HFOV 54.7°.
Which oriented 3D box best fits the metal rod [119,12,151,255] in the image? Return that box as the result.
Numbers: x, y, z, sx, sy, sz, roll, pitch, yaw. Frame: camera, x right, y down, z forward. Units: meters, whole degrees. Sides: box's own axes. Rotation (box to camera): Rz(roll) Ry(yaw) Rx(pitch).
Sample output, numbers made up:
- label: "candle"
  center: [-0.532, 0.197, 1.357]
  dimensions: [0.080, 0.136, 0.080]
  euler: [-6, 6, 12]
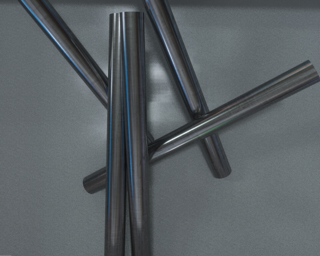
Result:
- label: "metal rod"
  center: [-0.026, 0.027, 0.353]
  dimensions: [0.025, 0.025, 0.298]
  euler: [-1, 105, -1]

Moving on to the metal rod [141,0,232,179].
- label: "metal rod"
  center: [0.026, -0.063, 0.352]
  dimensions: [0.025, 0.025, 0.299]
  euler: [-25, 115, 0]

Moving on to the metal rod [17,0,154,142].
- label: "metal rod"
  center: [-0.099, -0.088, 0.347]
  dimensions: [0.025, 0.025, 0.300]
  euler: [-37, 116, 0]

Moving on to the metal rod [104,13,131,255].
- label: "metal rod"
  center: [-0.050, 0.023, 0.363]
  dimensions: [0.025, 0.025, 0.298]
  euler: [2, 97, -1]

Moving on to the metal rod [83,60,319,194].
- label: "metal rod"
  center: [0.031, 0.009, 0.362]
  dimensions: [0.300, 0.025, 0.025]
  euler: [-28, 91, 19]
